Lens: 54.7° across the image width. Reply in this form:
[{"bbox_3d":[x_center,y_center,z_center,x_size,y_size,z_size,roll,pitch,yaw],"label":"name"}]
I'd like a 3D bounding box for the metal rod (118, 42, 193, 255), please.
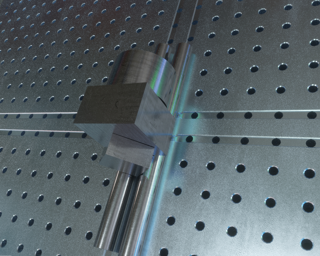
[{"bbox_3d":[0.001,0.012,0.400,0.025,0.025,0.300,1,62,28],"label":"metal rod"}]

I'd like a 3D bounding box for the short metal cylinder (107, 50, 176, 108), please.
[{"bbox_3d":[-0.024,-0.052,0.389,0.080,0.080,0.050,1,62,28],"label":"short metal cylinder"}]

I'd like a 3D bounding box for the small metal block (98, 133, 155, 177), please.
[{"bbox_3d":[-0.040,0.033,0.362,0.050,0.050,0.025,20,65,-12],"label":"small metal block"}]

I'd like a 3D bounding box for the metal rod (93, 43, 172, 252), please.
[{"bbox_3d":[-0.029,0.008,0.419,0.025,0.025,0.300,1,62,28],"label":"metal rod"}]

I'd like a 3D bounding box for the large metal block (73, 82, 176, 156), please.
[{"bbox_3d":[-0.038,-0.008,0.365,0.080,0.080,0.050,0,62,28],"label":"large metal block"}]
